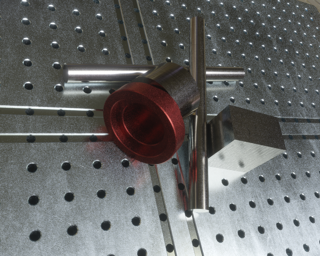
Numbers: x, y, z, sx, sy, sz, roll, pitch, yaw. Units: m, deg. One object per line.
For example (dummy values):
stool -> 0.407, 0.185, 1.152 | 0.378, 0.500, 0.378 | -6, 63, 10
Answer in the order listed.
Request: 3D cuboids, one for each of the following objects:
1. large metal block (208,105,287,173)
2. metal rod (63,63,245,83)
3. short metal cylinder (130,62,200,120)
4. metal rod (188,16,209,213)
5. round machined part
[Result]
large metal block -> 0.107, 0.018, 0.421 | 0.081, 0.080, 0.050 | 12, 57, -22
metal rod -> 0.011, -0.082, 0.465 | 0.303, 0.025, 0.025 | -6, 65, -31
short metal cylinder -> 0.004, -0.038, 0.400 | 0.080, 0.080, 0.050 | 48, 51, 5
metal rod -> 0.053, -0.036, 0.437 | 0.025, 0.025, 0.299 | 13, 63, -21
round machined part -> -0.014, -0.009, 0.361 | 0.098, 0.097, 0.042 | 43, 46, 1
